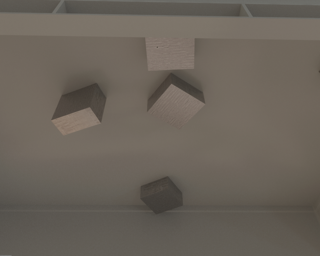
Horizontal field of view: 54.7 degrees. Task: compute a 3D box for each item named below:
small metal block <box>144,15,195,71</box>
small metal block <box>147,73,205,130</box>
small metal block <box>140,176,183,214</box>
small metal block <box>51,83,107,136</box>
[{"bbox_3d":[0.011,-0.091,0.332,0.050,0.025,0.050,-3,130,1],"label":"small metal block"},{"bbox_3d":[0.019,-0.032,0.382,0.050,0.025,0.050,28,125,-22],"label":"small metal block"},{"bbox_3d":[0.003,0.110,0.503,0.050,0.025,0.050,-24,127,18],"label":"small metal block"},{"bbox_3d":[-0.096,-0.023,0.372,0.050,0.050,0.025,-17,128,13],"label":"small metal block"}]
